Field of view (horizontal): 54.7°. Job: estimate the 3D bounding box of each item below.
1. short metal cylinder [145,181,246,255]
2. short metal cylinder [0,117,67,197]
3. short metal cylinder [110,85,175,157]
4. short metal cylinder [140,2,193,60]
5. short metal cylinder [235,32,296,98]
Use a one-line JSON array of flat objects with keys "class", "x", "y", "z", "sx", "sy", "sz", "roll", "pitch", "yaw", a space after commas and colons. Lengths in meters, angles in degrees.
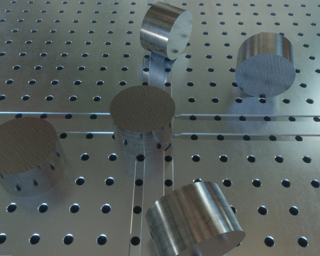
[{"class": "short metal cylinder", "x": 0.032, "y": 0.095, "z": 0.293, "sx": 0.081, "sy": 0.080, "sz": 0.050, "roll": -16, "pitch": 52, "yaw": -13}, {"class": "short metal cylinder", "x": -0.155, "y": 0.033, "z": 0.362, "sx": 0.081, "sy": 0.050, "sz": 0.080, "roll": 0, "pitch": 50, "yaw": 0}, {"class": "short metal cylinder", "x": -0.021, "y": -0.010, "z": 0.399, "sx": 0.081, "sy": 0.050, "sz": 0.080, "roll": 0, "pitch": 50, "yaw": 0}, {"class": "short metal cylinder", "x": 0.011, "y": -0.158, "z": 0.505, "sx": 0.050, "sy": 0.080, "sz": 0.080, "roll": 27, "pitch": 55, "yaw": 20}, {"class": "short metal cylinder", "x": 0.152, "y": -0.090, "z": 0.450, "sx": 0.080, "sy": 0.080, "sz": 0.050, "roll": 10, "pitch": 51, "yaw": 8}]
